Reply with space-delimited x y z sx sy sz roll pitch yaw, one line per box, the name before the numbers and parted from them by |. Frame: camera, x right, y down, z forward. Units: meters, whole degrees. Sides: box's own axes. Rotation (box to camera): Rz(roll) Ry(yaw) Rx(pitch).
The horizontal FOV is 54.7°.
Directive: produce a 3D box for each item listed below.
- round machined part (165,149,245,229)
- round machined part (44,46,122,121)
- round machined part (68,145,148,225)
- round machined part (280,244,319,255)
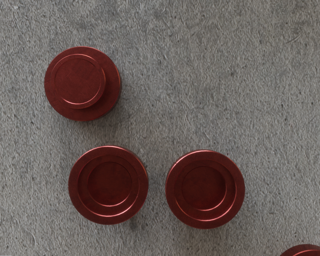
round machined part | 0.056 0.076 0.402 0.099 0.042 0.097 0 90 0
round machined part | -0.101 -0.058 0.400 0.099 0.042 0.097 0 90 0
round machined part | -0.064 0.070 0.401 0.099 0.042 0.097 0 90 0
round machined part | 0.201 0.207 0.403 0.099 0.042 0.097 0 90 0
